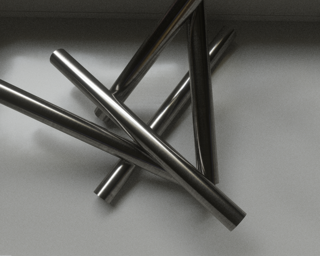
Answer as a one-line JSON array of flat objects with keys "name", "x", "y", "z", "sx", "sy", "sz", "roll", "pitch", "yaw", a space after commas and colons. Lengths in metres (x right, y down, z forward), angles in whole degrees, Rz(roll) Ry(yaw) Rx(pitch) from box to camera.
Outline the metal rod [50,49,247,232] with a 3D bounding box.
[{"name": "metal rod", "x": -0.026, "y": 0.003, "z": 0.364, "sx": 0.300, "sy": 0.025, "sz": 0.025, "roll": 42, "pitch": 75, "yaw": 16}]

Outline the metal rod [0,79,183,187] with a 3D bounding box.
[{"name": "metal rod", "x": -0.072, "y": 0.011, "z": 0.365, "sx": 0.301, "sy": 0.025, "sz": 0.025, "roll": 26, "pitch": 71, "yaw": -7}]

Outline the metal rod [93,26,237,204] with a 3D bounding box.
[{"name": "metal rod", "x": 0.016, "y": -0.029, "z": 0.420, "sx": 0.025, "sy": 0.025, "sz": 0.300, "roll": 34, "pitch": 73, "yaw": 11}]

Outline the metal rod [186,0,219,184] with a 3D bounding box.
[{"name": "metal rod", "x": 0.045, "y": -0.085, "z": 0.361, "sx": 0.025, "sy": 0.025, "sz": 0.298, "roll": -4, "pitch": 89, "yaw": -2}]

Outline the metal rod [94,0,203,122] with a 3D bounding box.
[{"name": "metal rod", "x": 0.011, "y": -0.117, "z": 0.352, "sx": 0.025, "sy": 0.025, "sz": 0.299, "roll": 49, "pitch": 118, "yaw": 15}]
